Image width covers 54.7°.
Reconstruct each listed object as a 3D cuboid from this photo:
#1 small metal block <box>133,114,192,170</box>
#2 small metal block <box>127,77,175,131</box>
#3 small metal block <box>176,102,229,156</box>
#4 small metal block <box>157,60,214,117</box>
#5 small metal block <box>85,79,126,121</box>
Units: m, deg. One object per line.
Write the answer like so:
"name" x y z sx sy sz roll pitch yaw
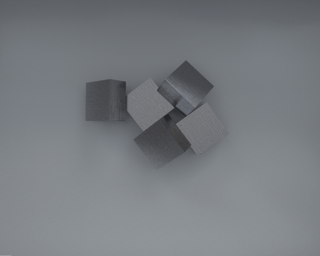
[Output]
"small metal block" 0.003 0.018 0.398 0.050 0.025 0.050 -36 90 31
"small metal block" -0.017 -0.030 0.409 0.050 0.025 0.050 -38 91 0
"small metal block" 0.054 0.001 0.410 0.050 0.025 0.050 -36 90 0
"small metal block" 0.033 -0.051 0.399 0.050 0.025 0.050 43 55 -1
"small metal block" -0.070 -0.034 0.395 0.050 0.025 0.050 0 90 43
